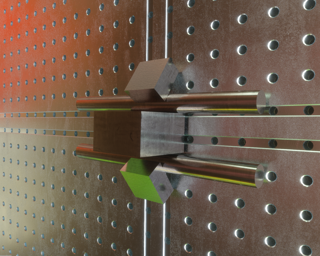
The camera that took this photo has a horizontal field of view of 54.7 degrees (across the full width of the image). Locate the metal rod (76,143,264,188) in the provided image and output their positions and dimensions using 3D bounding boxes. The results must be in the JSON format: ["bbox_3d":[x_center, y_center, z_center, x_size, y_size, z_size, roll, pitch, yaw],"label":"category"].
[{"bbox_3d":[-0.013,0.044,0.415,0.300,0.025,0.025,3,92,39],"label":"metal rod"}]

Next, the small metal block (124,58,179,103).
[{"bbox_3d":[-0.010,-0.061,0.398,0.050,0.025,0.050,2,57,39],"label":"small metal block"}]

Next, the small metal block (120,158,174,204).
[{"bbox_3d":[-0.017,0.068,0.403,0.050,0.025,0.050,4,130,39],"label":"small metal block"}]

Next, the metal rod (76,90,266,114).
[{"bbox_3d":[-0.012,-0.033,0.413,0.300,0.025,0.025,3,92,39],"label":"metal rod"}]

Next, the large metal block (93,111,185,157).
[{"bbox_3d":[-0.026,0.005,0.389,0.080,0.081,0.050,3,92,40],"label":"large metal block"}]
